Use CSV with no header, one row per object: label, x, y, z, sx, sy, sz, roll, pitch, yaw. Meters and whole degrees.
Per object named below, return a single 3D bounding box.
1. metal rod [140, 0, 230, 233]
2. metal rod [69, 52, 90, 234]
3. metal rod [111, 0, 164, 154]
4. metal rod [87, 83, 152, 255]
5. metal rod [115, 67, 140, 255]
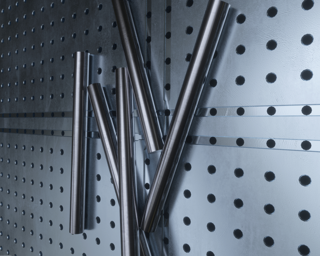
metal rod,0.025,-0.004,0.386,0.025,0.025,0.298,27,107,36
metal rod,-0.134,0.025,0.516,0.025,0.025,0.298,4,92,39
metal rod,-0.040,-0.110,0.439,0.025,0.025,0.299,-23,76,37
metal rod,-0.059,0.072,0.455,0.025,0.025,0.299,-29,72,36
metal rod,-0.044,0.063,0.424,0.025,0.025,0.298,-12,77,39
